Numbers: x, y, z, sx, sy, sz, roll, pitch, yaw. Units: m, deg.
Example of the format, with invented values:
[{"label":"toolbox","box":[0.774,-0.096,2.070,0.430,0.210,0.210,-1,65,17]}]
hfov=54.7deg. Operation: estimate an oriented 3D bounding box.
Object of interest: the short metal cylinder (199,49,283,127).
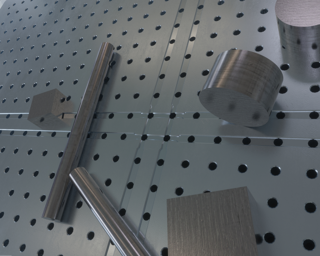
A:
[{"label":"short metal cylinder","box":[0.091,-0.043,0.352,0.080,0.080,0.050,14,69,34]}]

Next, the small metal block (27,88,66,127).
[{"label":"small metal block","box":[-0.194,-0.035,0.531,0.050,0.025,0.050,-14,56,20]}]

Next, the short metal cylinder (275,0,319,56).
[{"label":"short metal cylinder","box":[0.186,-0.136,0.378,0.080,0.050,0.080,-13,56,21]}]

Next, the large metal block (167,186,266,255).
[{"label":"large metal block","box":[0.054,0.108,0.297,0.080,0.050,0.080,-14,56,20]}]

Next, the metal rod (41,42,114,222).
[{"label":"metal rod","box":[-0.118,-0.011,0.476,0.025,0.025,0.299,-3,60,26]}]

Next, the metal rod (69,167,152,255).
[{"label":"metal rod","box":[-0.024,0.140,0.335,0.025,0.025,0.300,-46,51,-4]}]
